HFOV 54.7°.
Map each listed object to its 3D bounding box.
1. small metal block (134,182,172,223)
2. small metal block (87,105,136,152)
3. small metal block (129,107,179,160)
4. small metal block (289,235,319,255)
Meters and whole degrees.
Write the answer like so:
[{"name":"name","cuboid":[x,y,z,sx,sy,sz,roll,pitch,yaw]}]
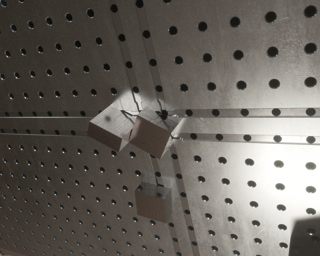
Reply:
[{"name":"small metal block","cuboid":[-0.010,0.117,0.487,0.050,0.025,0.050,10,123,22]},{"name":"small metal block","cuboid":[-0.063,0.000,0.427,0.050,0.050,0.025,27,128,11]},{"name":"small metal block","cuboid":[-0.009,0.007,0.419,0.050,0.025,0.050,28,128,9]},{"name":"small metal block","cuboid":[0.195,0.166,0.395,0.050,0.050,0.025,-23,106,36]}]
